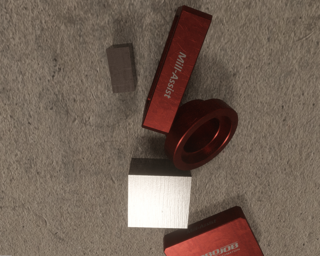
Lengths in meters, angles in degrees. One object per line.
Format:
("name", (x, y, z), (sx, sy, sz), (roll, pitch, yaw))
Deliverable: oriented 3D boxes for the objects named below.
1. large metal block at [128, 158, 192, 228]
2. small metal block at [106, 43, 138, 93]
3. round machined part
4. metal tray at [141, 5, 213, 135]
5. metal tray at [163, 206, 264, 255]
("large metal block", (-0.002, 0.089, 0.429), (0.081, 0.050, 0.079), (2, 110, -1))
("small metal block", (-0.044, -0.073, 0.369), (0.025, 0.050, 0.050), (-6, 110, 2))
("round machined part", (0.046, 0.003, 0.385), (0.099, 0.042, 0.097), (-25, 142, -22))
("metal tray", (0.015, -0.068, 0.350), (0.030, 0.090, 0.129), (18, 109, -7))
("metal tray", (0.082, 0.185, 0.477), (0.130, 0.030, 0.090), (-25, 109, 8))
